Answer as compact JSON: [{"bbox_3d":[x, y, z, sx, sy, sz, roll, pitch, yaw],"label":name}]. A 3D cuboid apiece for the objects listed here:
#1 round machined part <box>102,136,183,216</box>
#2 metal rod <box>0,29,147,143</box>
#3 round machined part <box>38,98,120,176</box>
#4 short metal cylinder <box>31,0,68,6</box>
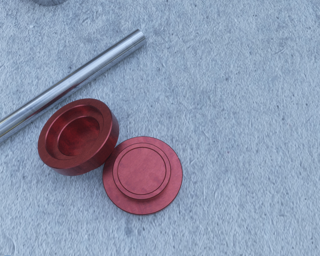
[{"bbox_3d":[-0.021,0.056,0.378,0.099,0.042,0.098,0,70,-1],"label":"round machined part"},{"bbox_3d":[-0.144,-0.045,0.422,0.301,0.025,0.025,-38,75,-13],"label":"metal rod"},{"bbox_3d":[-0.095,0.014,0.381,0.098,0.042,0.098,-10,54,15],"label":"round machined part"},{"bbox_3d":[-0.176,-0.238,0.480,0.081,0.050,0.080,0,70,0],"label":"short metal cylinder"}]
